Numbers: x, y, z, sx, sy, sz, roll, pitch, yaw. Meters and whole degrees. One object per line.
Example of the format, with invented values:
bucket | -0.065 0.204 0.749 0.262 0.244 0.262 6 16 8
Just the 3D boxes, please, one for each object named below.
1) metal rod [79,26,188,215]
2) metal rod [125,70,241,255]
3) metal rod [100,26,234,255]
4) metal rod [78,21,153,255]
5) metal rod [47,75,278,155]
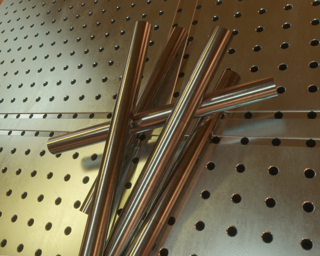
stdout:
metal rod | -0.029 -0.020 0.434 0.025 0.025 0.300 13 68 33
metal rod | 0.021 0.058 0.360 0.025 0.025 0.300 18 71 35
metal rod | 0.004 0.027 0.343 0.025 0.025 0.299 27 90 36
metal rod | -0.049 0.007 0.365 0.025 0.025 0.299 1 71 28
metal rod | -0.012 -0.010 0.386 0.301 0.025 0.025 -15 56 19
